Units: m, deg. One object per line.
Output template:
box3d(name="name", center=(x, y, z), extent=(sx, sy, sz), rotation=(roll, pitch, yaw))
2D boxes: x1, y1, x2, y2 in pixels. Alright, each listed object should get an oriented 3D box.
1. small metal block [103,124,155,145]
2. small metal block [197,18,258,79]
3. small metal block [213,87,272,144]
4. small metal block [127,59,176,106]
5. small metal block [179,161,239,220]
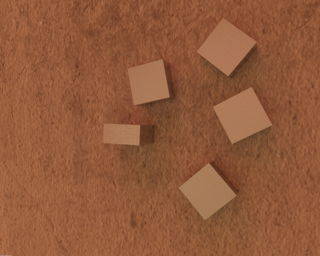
box3d(name="small metal block", center=(-0.040, 0.008, 0.409), extent=(0.050, 0.050, 0.025), rotation=(3, 91, 19))
box3d(name="small metal block", center=(0.082, -0.096, 0.380), extent=(0.050, 0.025, 0.050), rotation=(42, 103, 15))
box3d(name="small metal block", center=(0.100, -0.014, 0.374), extent=(0.050, 0.025, 0.050), rotation=(-28, 81, 17))
box3d(name="small metal block", center=(-0.011, -0.059, 0.412), extent=(0.050, 0.025, 0.050), rotation=(-11, 86, 19))
box3d(name="small metal block", center=(0.061, 0.077, 0.387), extent=(0.050, 0.025, 0.050), rotation=(-43, 77, 14))
